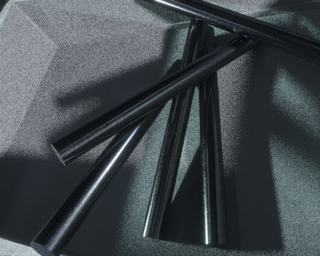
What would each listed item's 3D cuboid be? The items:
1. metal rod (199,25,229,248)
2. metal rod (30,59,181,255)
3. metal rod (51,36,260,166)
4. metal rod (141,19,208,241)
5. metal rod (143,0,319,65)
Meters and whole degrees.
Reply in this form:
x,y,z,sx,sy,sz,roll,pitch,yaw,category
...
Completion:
x,y,z,sx,sy,sz,roll,pitch,yaw,category
0.061,-0.013,0.381,0.025,0.025,0.299,-11,57,22,metal rod
-0.030,0.004,0.343,0.025,0.025,0.301,2,39,29,metal rod
0.018,-0.051,0.355,0.302,0.025,0.025,-33,47,-24,metal rod
0.024,-0.018,0.385,0.025,0.025,0.299,2,68,29,metal rod
0.103,-0.126,0.382,0.300,0.025,0.025,29,77,22,metal rod
